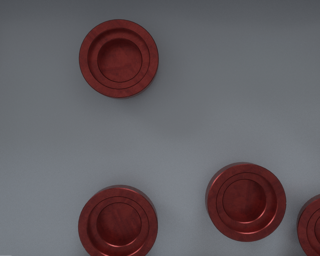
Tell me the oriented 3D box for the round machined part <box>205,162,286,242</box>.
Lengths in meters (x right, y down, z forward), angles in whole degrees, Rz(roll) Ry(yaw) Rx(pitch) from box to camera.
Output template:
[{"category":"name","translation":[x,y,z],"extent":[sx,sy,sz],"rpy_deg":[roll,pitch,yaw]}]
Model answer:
[{"category":"round machined part","translation":[0.108,0.093,0.404],"extent":[0.099,0.042,0.097],"rpy_deg":[0,90,-1]}]

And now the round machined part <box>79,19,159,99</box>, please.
[{"category":"round machined part","translation":[-0.051,-0.086,0.402],"extent":[0.099,0.042,0.097],"rpy_deg":[0,90,-1]}]

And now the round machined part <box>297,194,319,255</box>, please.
[{"category":"round machined part","translation":[0.228,0.130,0.396],"extent":[0.098,0.042,0.097],"rpy_deg":[0,91,20]}]

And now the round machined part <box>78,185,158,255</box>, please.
[{"category":"round machined part","translation":[-0.052,0.122,0.402],"extent":[0.099,0.042,0.097],"rpy_deg":[0,90,-1]}]
